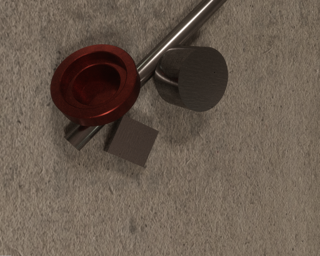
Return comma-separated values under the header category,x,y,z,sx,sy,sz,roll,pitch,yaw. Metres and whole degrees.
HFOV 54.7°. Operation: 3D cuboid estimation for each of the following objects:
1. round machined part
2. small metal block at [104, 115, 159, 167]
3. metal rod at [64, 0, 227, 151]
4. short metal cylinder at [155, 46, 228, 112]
category,x,y,z,sx,sy,sz,roll,pitch,yaw
round machined part,-0.070,-0.045,0.358,0.099,0.042,0.098,-4,64,8
small metal block,-0.037,0.017,0.396,0.050,0.025,0.050,26,81,-19
metal rod,-0.007,-0.088,0.407,0.025,0.025,0.301,46,75,-15
short metal cylinder,0.041,-0.065,0.399,0.081,0.050,0.079,-11,110,-32
